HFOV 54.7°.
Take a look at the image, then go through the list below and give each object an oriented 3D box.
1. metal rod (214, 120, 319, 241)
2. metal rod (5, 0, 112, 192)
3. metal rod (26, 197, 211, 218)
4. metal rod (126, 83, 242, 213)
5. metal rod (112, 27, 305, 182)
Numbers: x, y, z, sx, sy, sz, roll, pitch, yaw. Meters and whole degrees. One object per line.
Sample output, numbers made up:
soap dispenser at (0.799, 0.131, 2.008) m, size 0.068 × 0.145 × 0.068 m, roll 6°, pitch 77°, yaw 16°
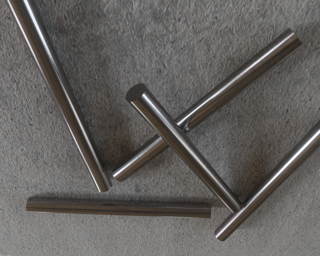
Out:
metal rod at (0.169, 0.094, 0.488) m, size 0.025 × 0.025 × 0.298 m, roll 17°, pitch 128°, yaw -14°
metal rod at (-0.112, -0.022, 0.387) m, size 0.025 × 0.025 × 0.298 m, roll -8°, pitch 130°, yaw 6°
metal rod at (-0.066, 0.134, 0.520) m, size 0.302 × 0.025 × 0.025 m, roll 3°, pitch 130°, yaw -3°
metal rod at (0.050, 0.047, 0.421) m, size 0.025 × 0.025 × 0.300 m, roll -24°, pitch 134°, yaw 19°
metal rod at (0.041, -0.013, 0.396) m, size 0.025 × 0.025 × 0.299 m, roll 36°, pitch 121°, yaw -27°
